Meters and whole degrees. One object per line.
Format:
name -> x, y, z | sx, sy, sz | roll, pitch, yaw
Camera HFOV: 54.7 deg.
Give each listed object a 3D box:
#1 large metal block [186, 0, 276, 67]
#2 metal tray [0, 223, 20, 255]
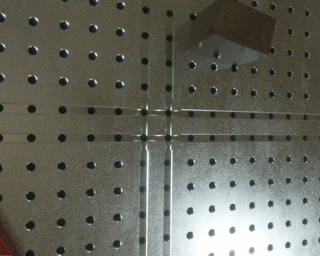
large metal block -> 0.093, -0.125, 0.417 | 0.081, 0.080, 0.050 | 14, 85, -20
metal tray -> -0.213, 0.138, 0.332 | 0.091, 0.030, 0.129 | -28, 100, -18
